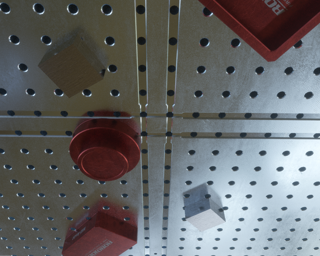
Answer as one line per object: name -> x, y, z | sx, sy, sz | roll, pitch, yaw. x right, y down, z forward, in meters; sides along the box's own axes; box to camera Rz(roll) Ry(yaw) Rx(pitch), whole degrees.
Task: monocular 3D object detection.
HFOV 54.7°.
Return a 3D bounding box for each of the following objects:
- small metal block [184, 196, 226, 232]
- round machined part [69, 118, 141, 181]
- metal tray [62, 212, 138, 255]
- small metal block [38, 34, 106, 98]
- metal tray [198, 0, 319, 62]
small metal block -> 0.079, 0.151, 0.541 | 0.050, 0.025, 0.050 | -31, 124, 23
round machined part -> -0.077, 0.037, 0.431 | 0.099, 0.042, 0.097 | 0, 130, 0
metal tray -> -0.115, 0.217, 0.592 | 0.090, 0.030, 0.129 | 32, 123, -25
small metal block -> -0.098, -0.069, 0.352 | 0.050, 0.025, 0.050 | -25, 126, 19
metal tray -> 0.097, -0.134, 0.294 | 0.131, 0.030, 0.090 | 31, 123, -24
